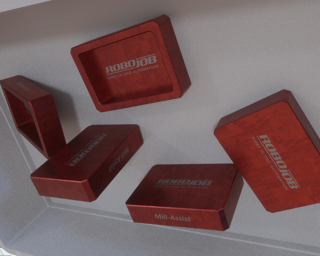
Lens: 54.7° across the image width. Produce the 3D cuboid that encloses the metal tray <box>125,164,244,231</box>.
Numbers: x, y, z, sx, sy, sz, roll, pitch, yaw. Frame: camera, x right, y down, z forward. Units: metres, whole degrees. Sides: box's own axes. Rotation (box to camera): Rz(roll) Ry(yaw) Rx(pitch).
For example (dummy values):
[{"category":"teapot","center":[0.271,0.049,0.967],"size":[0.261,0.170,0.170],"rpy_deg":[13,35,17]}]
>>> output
[{"category":"metal tray","center":[0.033,0.084,0.400],"size":[0.130,0.090,0.030],"rpy_deg":[-5,116,30]}]

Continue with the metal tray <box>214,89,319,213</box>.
[{"category":"metal tray","center":[0.135,0.032,0.354],"size":[0.090,0.030,0.130],"rpy_deg":[-27,104,37]}]

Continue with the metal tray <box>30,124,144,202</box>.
[{"category":"metal tray","center":[-0.091,0.040,0.411],"size":[0.090,0.131,0.030],"rpy_deg":[0,119,28]}]

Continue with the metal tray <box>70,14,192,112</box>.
[{"category":"metal tray","center":[-0.037,-0.073,0.378],"size":[0.130,0.030,0.090],"rpy_deg":[-8,115,31]}]

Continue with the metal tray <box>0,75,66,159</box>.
[{"category":"metal tray","center":[-0.187,-0.020,0.456],"size":[0.130,0.030,0.089],"rpy_deg":[26,132,43]}]
